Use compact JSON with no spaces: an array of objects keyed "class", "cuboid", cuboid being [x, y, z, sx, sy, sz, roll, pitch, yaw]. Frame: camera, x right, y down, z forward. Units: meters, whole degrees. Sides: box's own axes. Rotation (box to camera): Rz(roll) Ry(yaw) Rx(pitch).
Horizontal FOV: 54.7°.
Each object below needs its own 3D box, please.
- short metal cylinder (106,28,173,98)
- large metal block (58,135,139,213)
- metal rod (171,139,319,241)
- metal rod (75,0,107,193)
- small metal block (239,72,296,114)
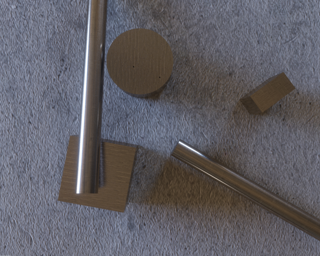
[{"class":"short metal cylinder","cuboid":[-0.024,-0.080,0.397,0.081,0.050,0.079,0,90,-1]},{"class":"large metal block","cuboid":[-0.076,0.055,0.397,0.080,0.050,0.080,11,90,-1]},{"class":"metal rod","cuboid":[0.151,0.100,0.412,0.301,0.025,0.025,30,90,-1]},{"class":"metal rod","cuboid":[-0.081,-0.073,0.377,0.025,0.025,0.299,1,78,-1]},{"class":"small metal block","cuboid":[0.136,-0.043,0.399,0.050,0.050,0.025,-36,90,0]}]
